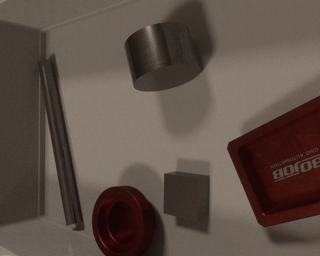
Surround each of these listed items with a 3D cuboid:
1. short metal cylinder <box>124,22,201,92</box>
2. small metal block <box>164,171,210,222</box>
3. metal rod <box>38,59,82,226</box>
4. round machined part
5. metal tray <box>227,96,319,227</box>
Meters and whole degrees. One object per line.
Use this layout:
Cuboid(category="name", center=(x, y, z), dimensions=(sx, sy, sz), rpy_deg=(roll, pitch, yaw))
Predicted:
Cuboid(category="short metal cylinder", center=(0.003, -0.081, 0.367), dimensions=(0.080, 0.081, 0.050), rpy_deg=(-22, 77, 37))
Cuboid(category="small metal block", center=(0.032, 0.082, 0.379), dimensions=(0.050, 0.025, 0.050), rpy_deg=(1, 91, 39))
Cuboid(category="metal rod", center=(-0.181, 0.019, 0.552), dimensions=(0.025, 0.025, 0.299), rpy_deg=(-22, 76, 37))
Cuboid(category="round machined part", center=(-0.045, 0.129, 0.427), dimensions=(0.098, 0.042, 0.097), rpy_deg=(-5, 82, 37))
Cuboid(category="metal tray", center=(0.132, 0.030, 0.279), dimensions=(0.129, 0.030, 0.090), rpy_deg=(-35, 68, 44))
